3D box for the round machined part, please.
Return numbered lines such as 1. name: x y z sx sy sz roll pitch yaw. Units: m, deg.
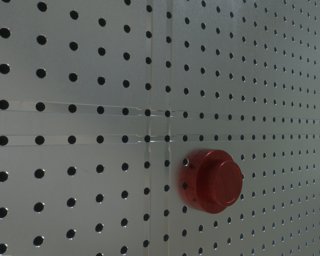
1. round machined part: 0.088 0.082 0.471 0.099 0.042 0.097 0 90 -40
